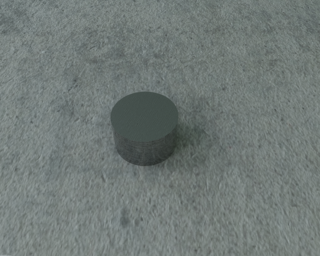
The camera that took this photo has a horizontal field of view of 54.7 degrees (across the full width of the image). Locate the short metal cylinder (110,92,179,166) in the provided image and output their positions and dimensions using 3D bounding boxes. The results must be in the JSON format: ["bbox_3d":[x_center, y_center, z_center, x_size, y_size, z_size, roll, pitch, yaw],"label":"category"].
[{"bbox_3d":[-0.018,0.000,0.387,0.081,0.050,0.080,0,50,0],"label":"short metal cylinder"}]
